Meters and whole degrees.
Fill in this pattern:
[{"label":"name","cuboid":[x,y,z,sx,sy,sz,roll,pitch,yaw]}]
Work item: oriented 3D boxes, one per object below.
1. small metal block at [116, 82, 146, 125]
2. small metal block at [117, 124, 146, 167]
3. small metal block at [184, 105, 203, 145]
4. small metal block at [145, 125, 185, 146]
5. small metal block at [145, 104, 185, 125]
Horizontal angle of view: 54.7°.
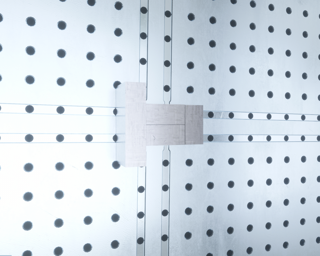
[{"label":"small metal block","cuboid":[-0.037,-0.029,0.386,0.025,0.050,0.050,0,90,-20]},{"label":"small metal block","cuboid":[-0.037,0.021,0.386,0.025,0.050,0.050,0,90,-20]},{"label":"small metal block","cuboid":[0.035,-0.004,0.412,0.025,0.050,0.050,0,90,-20]},{"label":"small metal block","cuboid":[-0.001,0.008,0.399,0.050,0.050,0.025,0,90,-20]},{"label":"small metal block","cuboid":[-0.001,-0.017,0.399,0.050,0.050,0.025,0,90,-20]}]
